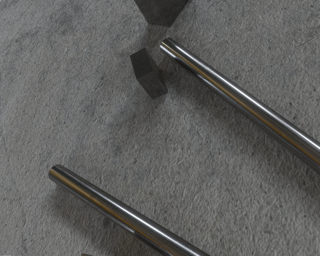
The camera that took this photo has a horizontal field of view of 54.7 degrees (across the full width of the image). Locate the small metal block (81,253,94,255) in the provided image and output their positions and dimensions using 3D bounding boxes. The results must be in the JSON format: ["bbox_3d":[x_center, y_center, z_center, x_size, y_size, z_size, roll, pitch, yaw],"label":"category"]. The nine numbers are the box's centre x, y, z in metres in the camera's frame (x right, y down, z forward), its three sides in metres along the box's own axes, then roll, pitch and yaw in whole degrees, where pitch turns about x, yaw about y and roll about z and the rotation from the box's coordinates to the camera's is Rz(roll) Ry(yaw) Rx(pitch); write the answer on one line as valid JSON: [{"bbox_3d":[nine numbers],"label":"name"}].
[{"bbox_3d":[-0.053,0.155,0.319,0.050,0.050,0.025,12,68,33],"label":"small metal block"}]

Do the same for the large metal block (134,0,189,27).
[{"bbox_3d":[0.003,-0.226,0.504,0.050,0.080,0.080,24,75,36],"label":"large metal block"}]

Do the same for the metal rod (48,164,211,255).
[{"bbox_3d":[-0.032,0.106,0.353,0.300,0.025,0.025,20,73,35],"label":"metal rod"}]

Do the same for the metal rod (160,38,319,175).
[{"bbox_3d":[0.091,-0.041,0.380,0.025,0.025,0.300,-42,51,-1],"label":"metal rod"}]

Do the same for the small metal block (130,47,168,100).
[{"bbox_3d":[-0.016,-0.077,0.442,0.025,0.050,0.050,-26,53,12],"label":"small metal block"}]
